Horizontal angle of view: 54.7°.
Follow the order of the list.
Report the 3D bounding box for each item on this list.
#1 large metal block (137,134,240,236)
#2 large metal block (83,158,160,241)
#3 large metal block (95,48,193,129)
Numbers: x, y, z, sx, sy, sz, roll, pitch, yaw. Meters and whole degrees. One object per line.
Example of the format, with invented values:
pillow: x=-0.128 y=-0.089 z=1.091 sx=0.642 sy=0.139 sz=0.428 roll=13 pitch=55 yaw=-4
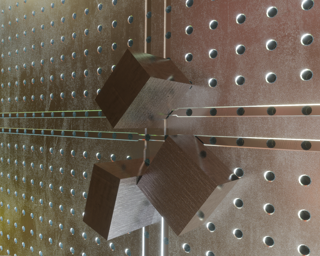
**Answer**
large metal block: x=0.031 y=0.064 z=0.366 sx=0.080 sy=0.050 sz=0.080 roll=46 pitch=117 yaw=30
large metal block: x=-0.047 y=0.090 z=0.410 sx=0.050 sy=0.081 sz=0.079 roll=21 pitch=104 yaw=38
large metal block: x=-0.020 y=-0.045 z=0.388 sx=0.080 sy=0.081 sz=0.050 roll=-51 pitch=61 yaw=28
